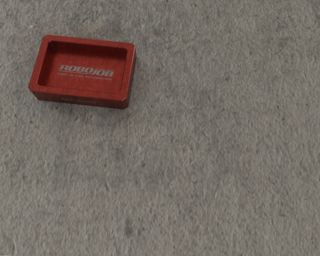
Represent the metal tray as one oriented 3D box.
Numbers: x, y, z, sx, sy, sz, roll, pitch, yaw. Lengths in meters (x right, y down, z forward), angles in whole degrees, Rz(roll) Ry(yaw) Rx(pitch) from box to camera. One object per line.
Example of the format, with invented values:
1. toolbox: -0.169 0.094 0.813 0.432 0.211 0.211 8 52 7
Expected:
1. metal tray: -0.104 -0.079 0.432 0.131 0.030 0.090 6 70 2
